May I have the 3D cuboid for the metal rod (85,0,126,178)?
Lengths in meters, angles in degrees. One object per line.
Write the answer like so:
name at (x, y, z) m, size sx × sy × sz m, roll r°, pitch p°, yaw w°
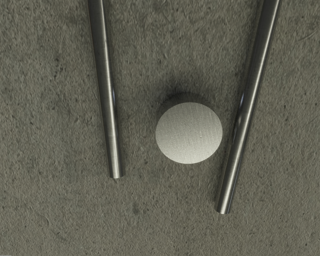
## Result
metal rod at (-0.069, -0.075, 0.381) m, size 0.025 × 0.025 × 0.298 m, roll -3°, pitch 110°, yaw 1°

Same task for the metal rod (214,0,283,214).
metal rod at (0.110, -0.020, 0.403) m, size 0.025 × 0.025 × 0.298 m, roll 7°, pitch 110°, yaw -3°

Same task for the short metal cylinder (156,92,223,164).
short metal cylinder at (0.035, -0.001, 0.396) m, size 0.081 × 0.050 × 0.079 m, roll 0°, pitch 110°, yaw 0°
